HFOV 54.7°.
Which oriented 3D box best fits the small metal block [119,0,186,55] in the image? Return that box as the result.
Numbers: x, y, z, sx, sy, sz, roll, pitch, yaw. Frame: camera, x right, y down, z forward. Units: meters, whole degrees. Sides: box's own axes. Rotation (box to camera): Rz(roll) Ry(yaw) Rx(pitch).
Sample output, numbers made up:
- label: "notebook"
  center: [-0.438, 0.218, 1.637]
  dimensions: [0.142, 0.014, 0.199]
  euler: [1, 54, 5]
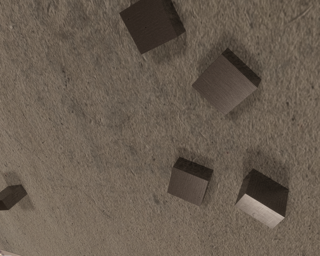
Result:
- label: "small metal block"
  center: [-0.008, -0.116, 0.338]
  dimensions: [0.050, 0.025, 0.050]
  euler: [-17, 110, 34]

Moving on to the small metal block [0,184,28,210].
- label: "small metal block"
  center: [-0.315, 0.144, 0.642]
  dimensions: [0.050, 0.050, 0.025]
  euler: [-12, 112, 33]

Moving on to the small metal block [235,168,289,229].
- label: "small metal block"
  center: [0.125, 0.084, 0.377]
  dimensions: [0.050, 0.050, 0.025]
  euler: [31, 128, 7]

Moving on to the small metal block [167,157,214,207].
- label: "small metal block"
  center: [0.042, 0.074, 0.430]
  dimensions: [0.050, 0.025, 0.050]
  euler: [21, 126, 15]

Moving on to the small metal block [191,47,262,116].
- label: "small metal block"
  center: [0.072, -0.050, 0.338]
  dimensions: [0.050, 0.025, 0.050]
  euler: [43, 129, -2]
